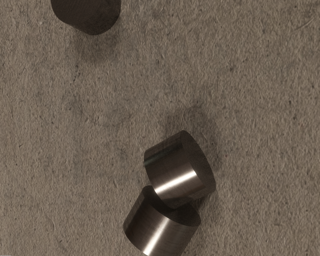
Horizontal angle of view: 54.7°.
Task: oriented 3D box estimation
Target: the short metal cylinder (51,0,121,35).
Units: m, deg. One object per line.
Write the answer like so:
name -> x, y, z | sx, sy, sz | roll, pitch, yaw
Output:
short metal cylinder -> -0.102, -0.176, 0.430 | 0.080, 0.050, 0.079 | 0, 90, 19

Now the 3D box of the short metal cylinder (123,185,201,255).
short metal cylinder -> 0.003, 0.114, 0.378 | 0.080, 0.080, 0.050 | 32, 100, 17

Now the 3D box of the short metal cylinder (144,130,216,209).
short metal cylinder -> 0.025, 0.049, 0.370 | 0.050, 0.080, 0.080 | -30, 81, 17
